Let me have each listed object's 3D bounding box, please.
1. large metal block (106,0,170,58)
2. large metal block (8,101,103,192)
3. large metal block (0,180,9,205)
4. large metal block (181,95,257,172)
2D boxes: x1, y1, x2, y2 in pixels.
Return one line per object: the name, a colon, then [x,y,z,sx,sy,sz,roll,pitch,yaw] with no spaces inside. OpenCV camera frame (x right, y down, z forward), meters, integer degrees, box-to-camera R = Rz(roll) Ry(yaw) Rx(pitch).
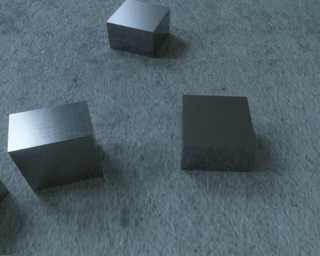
large metal block: [-0.034,-0.172,0.531,0.080,0.050,0.080,16,52,13]
large metal block: [-0.113,0.022,0.348,0.081,0.080,0.050,-12,51,-10]
large metal block: [-0.223,0.078,0.318,0.080,0.050,0.080,12,51,9]
large metal block: [0.067,0.006,0.383,0.081,0.050,0.080,2,50,1]
